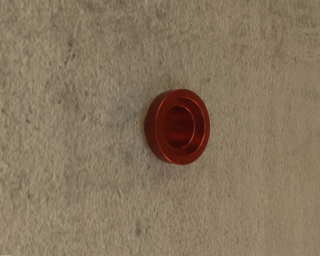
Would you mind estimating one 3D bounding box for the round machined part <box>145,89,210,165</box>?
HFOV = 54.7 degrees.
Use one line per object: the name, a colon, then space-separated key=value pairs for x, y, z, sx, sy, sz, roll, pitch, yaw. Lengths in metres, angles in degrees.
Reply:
round machined part: x=0.018 y=-0.001 z=0.411 sx=0.099 sy=0.042 sz=0.097 roll=0 pitch=90 yaw=-40
